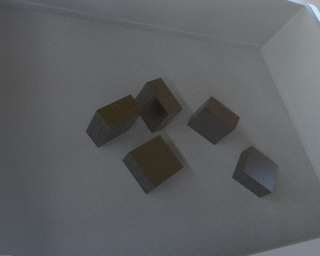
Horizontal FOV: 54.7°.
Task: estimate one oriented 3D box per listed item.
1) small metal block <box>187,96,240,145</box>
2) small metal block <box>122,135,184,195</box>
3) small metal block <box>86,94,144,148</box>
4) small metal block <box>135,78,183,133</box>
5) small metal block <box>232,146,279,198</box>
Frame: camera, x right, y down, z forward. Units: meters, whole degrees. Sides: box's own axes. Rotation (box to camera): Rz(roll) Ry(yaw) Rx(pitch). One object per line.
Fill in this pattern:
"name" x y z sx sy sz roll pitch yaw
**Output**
"small metal block" 0.075 -0.010 0.438 0.050 0.050 0.025 36 51 -5
"small metal block" -0.008 0.044 0.376 0.050 0.025 0.050 -29 78 -38
"small metal block" -0.054 -0.008 0.366 0.050 0.050 0.025 -31 80 -38
"small metal block" -0.005 -0.029 0.406 0.025 0.050 0.050 -25 76 -37
"small metal block" 0.138 0.062 0.444 0.050 0.025 0.050 36 51 -5
